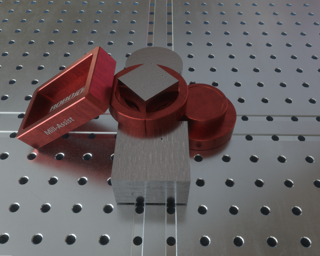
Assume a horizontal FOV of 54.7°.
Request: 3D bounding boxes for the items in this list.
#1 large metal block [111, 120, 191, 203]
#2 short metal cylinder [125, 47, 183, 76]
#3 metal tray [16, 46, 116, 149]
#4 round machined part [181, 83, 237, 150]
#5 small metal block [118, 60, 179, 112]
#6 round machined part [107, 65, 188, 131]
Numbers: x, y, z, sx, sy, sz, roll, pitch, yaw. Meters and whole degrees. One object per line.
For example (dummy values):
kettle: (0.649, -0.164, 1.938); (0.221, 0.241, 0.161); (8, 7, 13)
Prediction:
large metal block: (-0.009, 0.038, 0.355); (0.080, 0.050, 0.080); (1, 50, 0)
short metal cylinder: (-0.008, -0.074, 0.453); (0.080, 0.050, 0.080); (0, 50, 0)
metal tray: (-0.117, -0.036, 0.387); (0.130, 0.030, 0.090); (-25, 43, 28)
round machined part: (0.053, -0.022, 0.414); (0.099, 0.042, 0.098); (0, 50, 0)
small metal block: (-0.014, -0.048, 0.368); (0.050, 0.025, 0.050); (-34, 58, -25)
round machined part: (-0.015, -0.033, 0.386); (0.099, 0.042, 0.098); (0, 50, 0)
